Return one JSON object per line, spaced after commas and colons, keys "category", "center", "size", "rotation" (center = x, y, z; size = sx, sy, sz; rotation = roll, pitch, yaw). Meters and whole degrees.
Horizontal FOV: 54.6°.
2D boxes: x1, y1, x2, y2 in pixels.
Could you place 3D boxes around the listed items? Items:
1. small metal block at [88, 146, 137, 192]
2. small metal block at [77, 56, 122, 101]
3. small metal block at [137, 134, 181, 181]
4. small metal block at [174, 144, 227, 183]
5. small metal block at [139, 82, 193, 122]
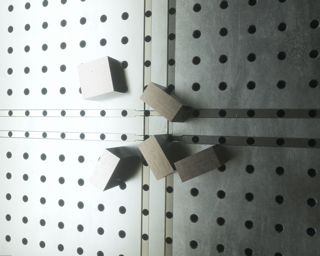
{"category": "small metal block", "center": [-0.064, 0.054, 0.422], "size": [0.025, 0.050, 0.050], "rotation": [32, 100, 17]}
{"category": "small metal block", "center": [-0.086, -0.070, 0.444], "size": [0.050, 0.025, 0.050], "rotation": [-12, 86, 19]}
{"category": "small metal block", "center": [0.003, 0.036, 0.399], "size": [0.025, 0.050, 0.050], "rotation": [-33, 79, 17]}
{"category": "small metal block", "center": [0.051, 0.042, 0.381], "size": [0.050, 0.050, 0.025], "rotation": [-26, 81, 18]}
{"category": "small metal block", "center": [0.009, -0.032, 0.396], "size": [0.050, 0.050, 0.025], "rotation": [38, 102, 16]}
